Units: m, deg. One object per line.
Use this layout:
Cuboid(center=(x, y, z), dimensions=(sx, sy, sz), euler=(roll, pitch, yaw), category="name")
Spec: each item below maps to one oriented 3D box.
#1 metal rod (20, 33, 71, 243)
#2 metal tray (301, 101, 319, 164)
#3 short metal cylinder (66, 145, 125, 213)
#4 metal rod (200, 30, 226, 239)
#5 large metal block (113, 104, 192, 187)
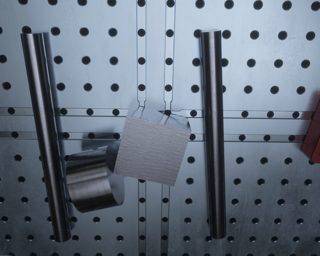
Cuboid(center=(-0.150, 0.026, 0.421), dimensions=(0.025, 0.025, 0.298), euler=(-1, 110, 0), category="metal rod")
Cuboid(center=(0.272, 0.011, 0.418), dimensions=(0.131, 0.030, 0.089), euler=(10, 110, -5), category="metal tray")
Cuboid(center=(-0.082, 0.066, 0.408), dimensions=(0.050, 0.080, 0.080), euler=(-13, 110, 4), category="short metal cylinder")
Cuboid(center=(0.075, 0.023, 0.422), dimensions=(0.025, 0.025, 0.298), euler=(-5, 110, 1), category="metal rod")
Cuboid(center=(-0.011, 0.022, 0.408), dimensions=(0.081, 0.050, 0.079), euler=(13, 109, -6), category="large metal block")
